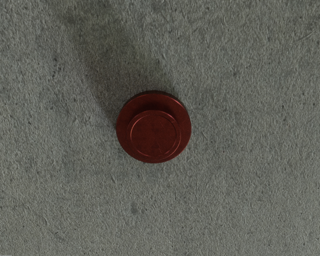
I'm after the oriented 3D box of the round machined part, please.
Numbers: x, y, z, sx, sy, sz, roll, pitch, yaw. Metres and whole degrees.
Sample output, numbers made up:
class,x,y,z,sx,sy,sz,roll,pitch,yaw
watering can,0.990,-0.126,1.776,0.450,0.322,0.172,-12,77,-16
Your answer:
class,x,y,z,sx,sy,sz,roll,pitch,yaw
round machined part,-0.008,0.003,0.403,0.099,0.042,0.097,0,110,-1
